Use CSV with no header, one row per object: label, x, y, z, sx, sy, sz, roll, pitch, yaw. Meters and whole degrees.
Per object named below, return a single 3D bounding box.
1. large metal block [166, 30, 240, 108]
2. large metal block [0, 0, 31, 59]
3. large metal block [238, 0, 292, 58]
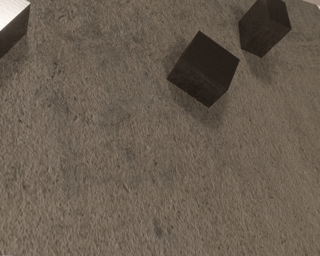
large metal block,0.069,-0.092,0.483,0.080,0.050,0.080,34,51,-7
large metal block,-0.209,-0.125,0.352,0.080,0.050,0.080,29,52,-10
large metal block,0.200,-0.199,0.601,0.050,0.080,0.080,18,55,-19
